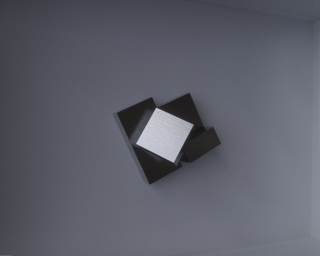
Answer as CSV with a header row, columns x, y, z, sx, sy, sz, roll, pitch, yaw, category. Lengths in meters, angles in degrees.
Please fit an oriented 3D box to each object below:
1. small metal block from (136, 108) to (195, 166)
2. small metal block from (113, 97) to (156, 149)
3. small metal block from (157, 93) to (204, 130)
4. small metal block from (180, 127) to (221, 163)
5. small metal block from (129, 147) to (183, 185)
x,y,z,sx,sy,sz,roll,pitch,yaw,category
0.008,0.011,0.373,0.050,0.025,0.050,25,79,16,small metal block
-0.026,-0.006,0.400,0.050,0.025,0.050,-26,99,-18,small metal block
0.024,-0.014,0.419,0.050,0.025,0.050,-26,99,-18,small metal block
0.044,0.021,0.413,0.050,0.050,0.025,-30,100,-19,small metal block
-0.006,0.039,0.408,0.050,0.025,0.050,-26,99,-18,small metal block
